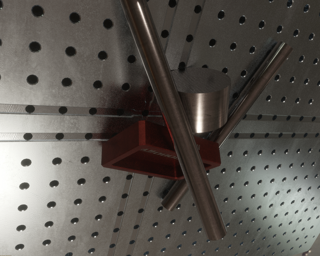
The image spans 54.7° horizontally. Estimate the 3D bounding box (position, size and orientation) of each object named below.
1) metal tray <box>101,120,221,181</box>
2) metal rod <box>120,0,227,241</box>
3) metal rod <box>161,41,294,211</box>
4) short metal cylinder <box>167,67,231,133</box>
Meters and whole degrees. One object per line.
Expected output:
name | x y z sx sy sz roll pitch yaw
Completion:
metal tray | 0.003 0.034 0.400 0.131 0.030 0.090 17 148 -36
metal rod | 0.016 -0.011 0.336 0.025 0.025 0.298 -24 103 -15
metal rod | 0.095 0.004 0.467 0.025 0.025 0.299 26 104 -38
short metal cylinder | 0.044 -0.036 0.378 0.081 0.080 0.050 -15 123 -21
